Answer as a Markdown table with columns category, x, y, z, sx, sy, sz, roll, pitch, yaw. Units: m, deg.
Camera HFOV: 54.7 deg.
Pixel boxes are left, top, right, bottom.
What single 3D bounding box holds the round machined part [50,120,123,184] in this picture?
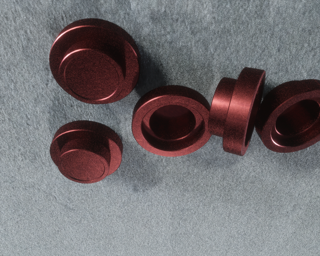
| category | x | y | z | sx | sy | sz | roll | pitch | yaw |
| --- | --- | --- | --- | --- | --- | --- | --- | --- | --- |
| round machined part | -0.102 | 0.040 | 0.429 | 0.099 | 0.042 | 0.097 | -1 | 130 | 0 |

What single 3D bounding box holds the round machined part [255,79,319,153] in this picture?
| category | x | y | z | sx | sy | sz | roll | pitch | yaw |
| --- | --- | --- | --- | --- | --- | --- | --- | --- | --- |
| round machined part | 0.162 | -0.019 | 0.375 | 0.099 | 0.042 | 0.097 | -7 | 132 | -8 |

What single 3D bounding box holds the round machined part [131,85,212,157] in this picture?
| category | x | y | z | sx | sy | sz | roll | pitch | yaw |
| --- | --- | --- | --- | --- | --- | --- | --- | --- | --- |
| round machined part | 0.015 | -0.013 | 0.386 | 0.099 | 0.042 | 0.097 | 0 | 130 | 0 |

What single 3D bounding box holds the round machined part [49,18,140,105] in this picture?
| category | x | y | z | sx | sy | sz | roll | pitch | yaw |
| --- | --- | --- | --- | --- | --- | --- | --- | --- | --- |
| round machined part | -0.071 | -0.065 | 0.340 | 0.099 | 0.042 | 0.097 | -1 | 130 | 0 |

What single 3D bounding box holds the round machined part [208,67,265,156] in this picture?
| category | x | y | z | sx | sy | sz | roll | pitch | yaw |
| --- | --- | --- | --- | --- | --- | --- | --- | --- | --- |
| round machined part | 0.085 | -0.021 | 0.350 | 0.042 | 0.098 | 0.097 | 15 | 134 | 21 |
